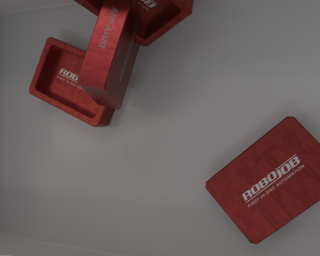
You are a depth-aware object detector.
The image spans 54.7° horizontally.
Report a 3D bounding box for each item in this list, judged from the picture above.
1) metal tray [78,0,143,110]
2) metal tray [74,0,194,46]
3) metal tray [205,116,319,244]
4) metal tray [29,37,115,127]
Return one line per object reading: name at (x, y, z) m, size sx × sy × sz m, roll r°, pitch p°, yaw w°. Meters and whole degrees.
metal tray at (-0.051, -0.096, 0.366) m, size 0.030 × 0.090 × 0.130 m, roll 14°, pitch 80°, yaw 6°
metal tray at (-0.038, -0.151, 0.336) m, size 0.090 × 0.131 × 0.030 m, roll -22°, pitch 49°, yaw 47°
metal tray at (0.131, 0.060, 0.361) m, size 0.130 × 0.030 × 0.090 m, roll -42°, pitch 77°, yaw 15°
metal tray at (-0.119, -0.067, 0.449) m, size 0.130 × 0.030 × 0.090 m, roll 26°, pitch 98°, yaw 18°
